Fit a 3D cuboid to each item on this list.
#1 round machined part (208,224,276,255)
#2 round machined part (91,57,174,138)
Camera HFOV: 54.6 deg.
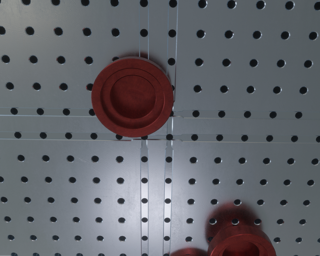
[{"bbox_3d":[0.122,0.188,0.474,0.099,0.042,0.097,0,110,0],"label":"round machined part"},{"bbox_3d":[-0.033,-0.041,0.389,0.099,0.042,0.097,0,110,0],"label":"round machined part"}]
